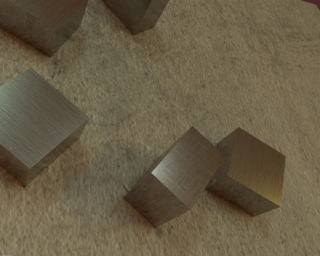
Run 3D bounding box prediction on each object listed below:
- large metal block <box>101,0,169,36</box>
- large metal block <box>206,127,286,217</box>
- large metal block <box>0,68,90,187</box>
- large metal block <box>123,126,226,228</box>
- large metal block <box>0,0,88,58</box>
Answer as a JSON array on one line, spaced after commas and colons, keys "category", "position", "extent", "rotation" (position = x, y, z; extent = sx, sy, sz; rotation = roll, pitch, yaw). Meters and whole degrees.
[{"category": "large metal block", "position": [-0.035, -0.206, 0.477], "extent": [0.080, 0.080, 0.050], "rotation": [49, 51, 5]}, {"category": "large metal block", "position": [0.116, 0.059, 0.417], "extent": [0.080, 0.050, 0.080], "rotation": [31, 52, -9]}, {"category": "large metal block", "position": [-0.135, -0.002, 0.317], "extent": [0.080, 0.050, 0.080], "rotation": [41, 51, -1]}, {"category": "large metal block", "position": [0.015, 0.055, 0.344], "extent": [0.050, 0.080, 0.080], "rotation": [44, 51, 1]}, {"category": "large metal block", "position": [-0.152, -0.151, 0.399], "extent": [0.080, 0.050, 0.080], "rotation": [31, 52, -9]}]
